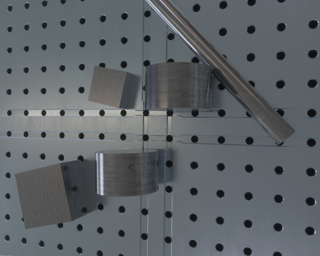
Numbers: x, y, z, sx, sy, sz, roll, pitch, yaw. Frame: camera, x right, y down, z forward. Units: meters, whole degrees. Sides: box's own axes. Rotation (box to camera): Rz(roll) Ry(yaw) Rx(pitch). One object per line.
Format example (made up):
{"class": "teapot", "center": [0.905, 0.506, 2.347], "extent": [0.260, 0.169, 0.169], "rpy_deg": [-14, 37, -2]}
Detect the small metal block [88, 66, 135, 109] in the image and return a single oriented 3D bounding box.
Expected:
{"class": "small metal block", "center": [-0.069, -0.057, 0.437], "extent": [0.050, 0.025, 0.050], "rpy_deg": [14, 95, 19]}

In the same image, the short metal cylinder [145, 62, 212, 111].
{"class": "short metal cylinder", "center": [0.022, -0.047, 0.376], "extent": [0.080, 0.080, 0.050], "rpy_deg": [1, 90, 20]}

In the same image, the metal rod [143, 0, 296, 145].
{"class": "metal rod", "center": [0.054, -0.101, 0.393], "extent": [0.025, 0.025, 0.300], "rpy_deg": [-43, 77, 15]}

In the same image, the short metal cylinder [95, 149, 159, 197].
{"class": "short metal cylinder", "center": [-0.042, 0.055, 0.398], "extent": [0.080, 0.080, 0.050], "rpy_deg": [-1, 90, 20]}

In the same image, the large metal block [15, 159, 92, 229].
{"class": "large metal block", "center": [-0.155, 0.096, 0.454], "extent": [0.080, 0.050, 0.080], "rpy_deg": [-15, 85, 19]}
